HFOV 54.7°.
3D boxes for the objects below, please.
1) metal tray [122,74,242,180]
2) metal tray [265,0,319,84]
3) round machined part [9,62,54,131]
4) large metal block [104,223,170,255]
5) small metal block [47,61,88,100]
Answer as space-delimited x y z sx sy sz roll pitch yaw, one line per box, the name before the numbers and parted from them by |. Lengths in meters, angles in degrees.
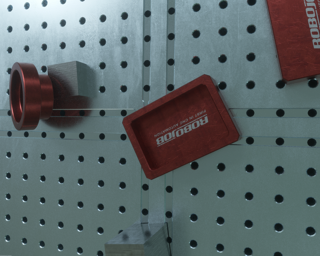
metal tray | 0.026 0.001 0.400 0.130 0.030 0.090 -27 81 18
metal tray | 0.173 -0.123 0.349 0.090 0.030 0.129 -11 86 19
round machined part | -0.188 -0.046 0.454 0.098 0.042 0.097 6 97 53
large metal block | -0.023 0.173 0.392 0.050 0.080 0.080 -8 88 20
small metal block | -0.137 -0.069 0.461 0.050 0.025 0.050 -5 88 20
